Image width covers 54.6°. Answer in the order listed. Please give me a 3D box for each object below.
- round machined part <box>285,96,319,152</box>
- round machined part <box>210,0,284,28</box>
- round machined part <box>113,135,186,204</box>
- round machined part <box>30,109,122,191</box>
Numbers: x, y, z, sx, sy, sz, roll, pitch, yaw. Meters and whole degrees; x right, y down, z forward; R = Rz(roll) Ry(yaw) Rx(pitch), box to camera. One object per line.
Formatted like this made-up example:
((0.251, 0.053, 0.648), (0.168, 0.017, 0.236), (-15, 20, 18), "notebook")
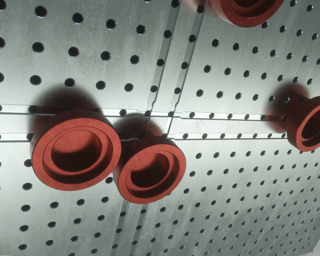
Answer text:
((0.256, -0.011, 0.532), (0.099, 0.042, 0.097), (-14, 124, -21), "round machined part")
((0.096, -0.167, 0.348), (0.099, 0.042, 0.097), (-14, 124, -21), "round machined part")
((-0.017, 0.052, 0.422), (0.099, 0.042, 0.097), (-14, 124, -21), "round machined part")
((-0.098, 0.021, 0.359), (0.099, 0.042, 0.097), (-14, 124, -21), "round machined part")
